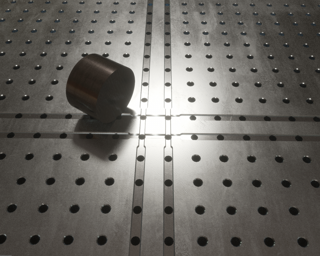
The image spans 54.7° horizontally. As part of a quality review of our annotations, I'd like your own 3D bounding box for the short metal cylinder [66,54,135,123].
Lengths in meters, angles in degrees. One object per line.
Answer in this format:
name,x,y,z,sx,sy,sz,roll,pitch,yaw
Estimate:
short metal cylinder,-0.078,-0.053,0.416,0.050,0.080,0.080,27,55,21
